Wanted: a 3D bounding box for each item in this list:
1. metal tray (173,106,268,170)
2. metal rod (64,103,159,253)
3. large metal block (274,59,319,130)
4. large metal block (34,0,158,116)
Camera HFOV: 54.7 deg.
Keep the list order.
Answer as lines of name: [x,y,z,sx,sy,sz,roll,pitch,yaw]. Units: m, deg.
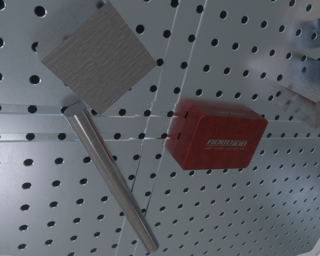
metal tray: [0.093,0.018,0.469,0.131,0.030,0.089,3,117,-30]
metal rod: [-0.055,0.090,0.437,0.025,0.025,0.299,-29,128,-10]
large metal block: [0.235,-0.054,0.470,0.080,0.080,0.050,-29,128,-10]
large metal block: [-0.064,-0.074,0.314,0.080,0.050,0.080,-42,130,1]
